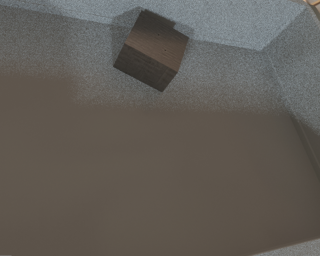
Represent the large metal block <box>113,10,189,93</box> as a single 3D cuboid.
[{"bbox_3d":[-0.012,-0.112,0.453,0.080,0.050,0.080,27,52,-12],"label":"large metal block"}]
